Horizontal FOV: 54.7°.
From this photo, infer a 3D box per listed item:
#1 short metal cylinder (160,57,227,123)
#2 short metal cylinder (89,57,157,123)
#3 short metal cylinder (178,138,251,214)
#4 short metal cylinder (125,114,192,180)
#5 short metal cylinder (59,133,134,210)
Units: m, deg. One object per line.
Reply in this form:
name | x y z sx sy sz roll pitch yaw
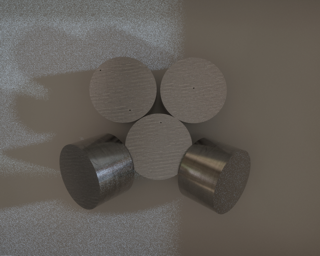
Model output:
short metal cylinder | 0.040 -0.046 0.398 0.081 0.050 0.079 0 90 -1
short metal cylinder | -0.044 -0.046 0.396 0.081 0.050 0.079 0 90 -1
short metal cylinder | 0.067 0.057 0.377 0.050 0.080 0.080 21 90 39
short metal cylinder | -0.002 0.022 0.396 0.081 0.050 0.079 0 90 -1
short metal cylinder | -0.077 0.051 0.376 0.050 0.080 0.080 -20 91 -45
